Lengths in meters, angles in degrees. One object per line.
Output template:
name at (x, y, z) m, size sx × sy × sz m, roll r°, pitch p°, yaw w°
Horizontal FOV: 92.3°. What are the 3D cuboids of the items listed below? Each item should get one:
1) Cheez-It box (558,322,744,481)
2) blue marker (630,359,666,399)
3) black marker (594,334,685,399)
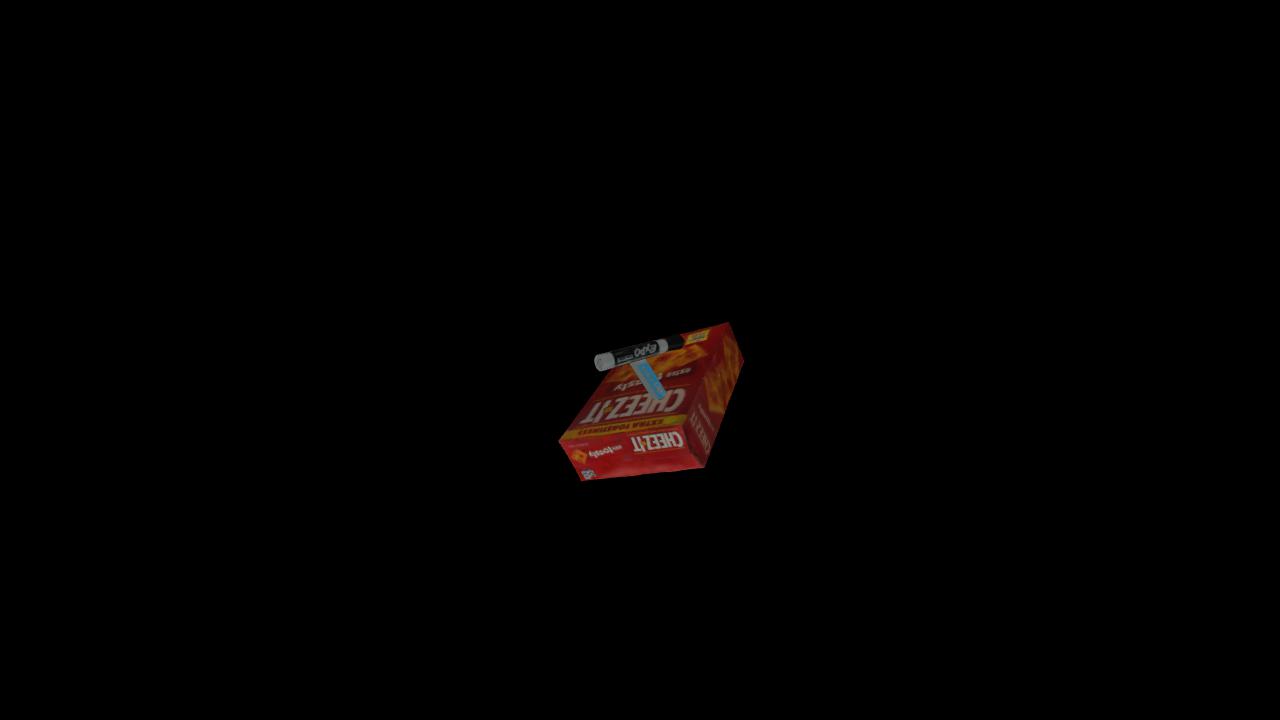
Cheez-It box at (0.022, 0.048, 0.761) m, size 0.166 × 0.071 × 0.223 m, roll -13°, pitch 26°, yaw 30°
blue marker at (0.024, 0.044, 0.696) m, size 0.020 × 0.121 × 0.020 m, roll -26°, pitch -25°, yaw -13°
black marker at (0.003, -0.010, 0.701) m, size 0.121 × 0.020 × 0.020 m, roll -16°, pitch 9°, yaw -35°
